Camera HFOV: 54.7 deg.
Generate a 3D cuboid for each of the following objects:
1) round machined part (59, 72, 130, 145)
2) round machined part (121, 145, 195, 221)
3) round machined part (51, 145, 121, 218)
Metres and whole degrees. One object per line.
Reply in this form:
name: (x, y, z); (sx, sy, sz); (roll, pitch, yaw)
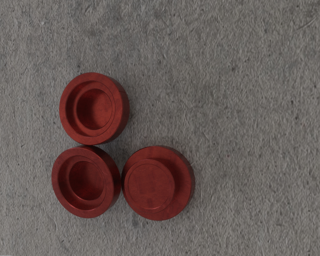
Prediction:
round machined part: (-0.086, -0.026, 0.430); (0.098, 0.042, 0.097); (0, 90, 20)
round machined part: (-0.007, 0.072, 0.402); (0.098, 0.042, 0.097); (0, 90, 20)
round machined part: (-0.097, 0.070, 0.429); (0.098, 0.042, 0.097); (3, 100, 21)
